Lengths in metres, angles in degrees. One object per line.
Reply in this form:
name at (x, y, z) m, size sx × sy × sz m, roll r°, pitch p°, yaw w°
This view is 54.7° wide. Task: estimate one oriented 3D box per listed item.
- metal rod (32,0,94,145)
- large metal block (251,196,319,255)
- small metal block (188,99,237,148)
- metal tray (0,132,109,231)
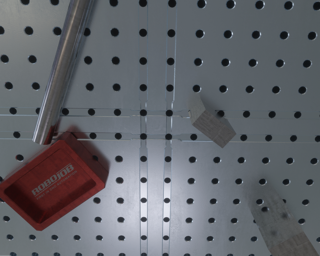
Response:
metal rod at (-0.104, -0.114, 0.370) m, size 0.025 × 0.025 × 0.298 m, roll 20°, pitch 109°, yaw -8°
large metal block at (0.184, 0.161, 0.445) m, size 0.050 × 0.080 × 0.080 m, roll -33°, pitch 107°, yaw 11°
small metal block at (0.066, -0.007, 0.398) m, size 0.050 × 0.050 × 0.025 m, roll 37°, pitch 106°, yaw -13°
metal tray at (-0.151, 0.077, 0.437) m, size 0.130 × 0.030 × 0.090 m, roll -35°, pitch 107°, yaw 12°
